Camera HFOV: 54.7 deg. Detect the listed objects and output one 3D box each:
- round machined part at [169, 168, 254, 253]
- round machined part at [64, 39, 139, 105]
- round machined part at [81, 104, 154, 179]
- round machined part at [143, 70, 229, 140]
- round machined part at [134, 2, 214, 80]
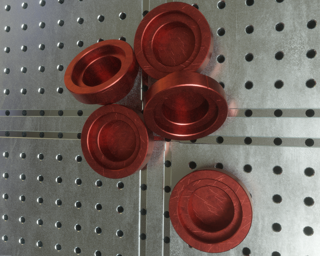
[{"bbox_3d":[0.064,0.097,0.381,0.098,0.042,0.097,0,90,19],"label":"round machined part"},{"bbox_3d":[-0.073,-0.069,0.412,0.098,0.042,0.098,-11,52,15],"label":"round machined part"},{"bbox_3d":[-0.054,0.017,0.421,0.098,0.042,0.097,0,91,19],"label":"round machined part"},{"bbox_3d":[0.030,-0.031,0.373,0.098,0.098,0.042,-17,48,19],"label":"round machined part"},{"bbox_3d":[0.020,-0.105,0.396,0.098,0.042,0.097,0,90,19],"label":"round machined part"}]
